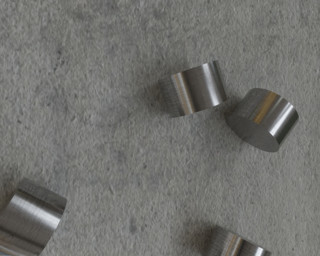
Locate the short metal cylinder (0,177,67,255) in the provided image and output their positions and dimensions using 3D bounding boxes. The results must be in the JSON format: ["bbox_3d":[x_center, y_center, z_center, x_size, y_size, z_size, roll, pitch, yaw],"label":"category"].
[{"bbox_3d":[-0.143,0.099,0.327,0.050,0.080,0.080,34,79,-17],"label":"short metal cylinder"}]

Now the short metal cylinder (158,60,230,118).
[{"bbox_3d":[0.043,-0.050,0.397,0.081,0.080,0.050,-22,98,-19],"label":"short metal cylinder"}]

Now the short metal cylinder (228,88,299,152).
[{"bbox_3d":[0.143,-0.010,0.435,0.080,0.080,0.050,43,77,-16],"label":"short metal cylinder"}]

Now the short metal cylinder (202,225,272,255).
[{"bbox_3d":[0.103,0.172,0.420,0.080,0.080,0.050,30,80,-18],"label":"short metal cylinder"}]
